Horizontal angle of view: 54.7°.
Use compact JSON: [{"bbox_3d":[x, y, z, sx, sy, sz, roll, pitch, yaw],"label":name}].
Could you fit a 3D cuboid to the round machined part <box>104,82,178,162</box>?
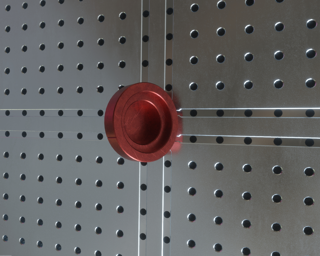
[{"bbox_3d":[-0.027,-0.007,0.392,0.042,0.099,0.097,-3,89,51],"label":"round machined part"}]
